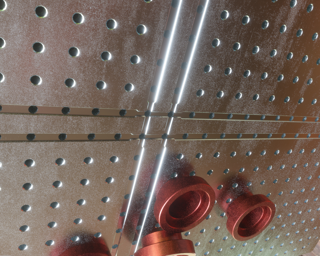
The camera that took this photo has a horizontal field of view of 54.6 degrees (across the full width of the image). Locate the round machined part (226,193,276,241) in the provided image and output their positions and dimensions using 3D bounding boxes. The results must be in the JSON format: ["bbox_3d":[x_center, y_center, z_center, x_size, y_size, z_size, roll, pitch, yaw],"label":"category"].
[{"bbox_3d":[0.167,0.164,0.592,0.099,0.042,0.097,-14,124,-21],"label":"round machined part"}]

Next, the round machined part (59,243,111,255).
[{"bbox_3d":[-0.117,0.228,0.476,0.099,0.042,0.097,-14,124,-21],"label":"round machined part"}]

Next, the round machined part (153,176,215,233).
[{"bbox_3d":[0.034,0.114,0.489,0.099,0.042,0.097,-14,124,-21],"label":"round machined part"}]

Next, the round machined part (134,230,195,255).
[{"bbox_3d":[0.006,0.198,0.508,0.099,0.042,0.098,-9,147,-6],"label":"round machined part"}]
